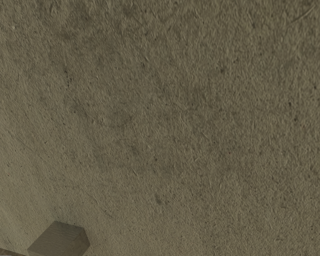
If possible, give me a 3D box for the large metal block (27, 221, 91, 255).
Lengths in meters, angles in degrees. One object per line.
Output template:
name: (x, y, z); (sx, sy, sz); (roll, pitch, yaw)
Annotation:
large metal block: (-0.203, 0.242, 0.629); (0.080, 0.080, 0.050); (3, 120, 26)
